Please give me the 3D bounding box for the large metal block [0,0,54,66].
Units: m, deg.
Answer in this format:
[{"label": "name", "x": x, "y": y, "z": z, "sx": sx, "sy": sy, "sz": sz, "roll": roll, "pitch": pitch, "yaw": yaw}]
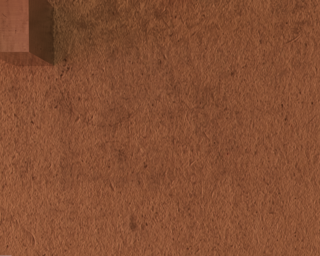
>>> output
[{"label": "large metal block", "x": -0.170, "y": -0.124, "z": 0.381, "sx": 0.050, "sy": 0.080, "sz": 0.079, "roll": 0, "pitch": 90, "yaw": 0}]
